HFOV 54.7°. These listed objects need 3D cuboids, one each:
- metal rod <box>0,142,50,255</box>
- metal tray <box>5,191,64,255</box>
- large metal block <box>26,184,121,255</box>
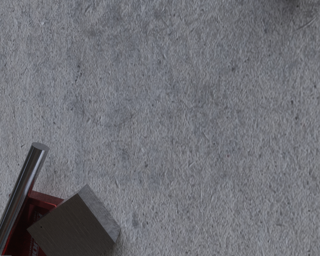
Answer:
[{"bbox_3d":[-0.232,0.159,0.458,0.025,0.025,0.298,29,99,17],"label":"metal rod"},{"bbox_3d":[-0.192,0.167,0.473,0.090,0.030,0.129,10,93,19],"label":"metal tray"},{"bbox_3d":[-0.112,0.136,0.417,0.080,0.050,0.080,-36,92,2],"label":"large metal block"}]
